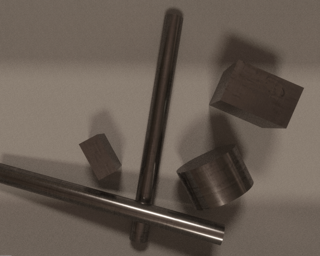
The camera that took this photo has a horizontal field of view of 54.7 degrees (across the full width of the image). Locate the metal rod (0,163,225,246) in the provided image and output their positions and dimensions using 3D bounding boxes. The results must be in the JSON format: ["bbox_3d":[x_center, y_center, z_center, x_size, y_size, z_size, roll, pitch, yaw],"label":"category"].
[{"bbox_3d":[-0.070,0.093,0.391,0.301,0.025,0.025,14,90,7],"label":"metal rod"}]

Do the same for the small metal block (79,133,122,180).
[{"bbox_3d":[-0.075,0.035,0.398,0.025,0.050,0.050,-29,90,0],"label":"small metal block"}]

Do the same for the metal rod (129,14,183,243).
[{"bbox_3d":[-0.005,0.001,0.411,0.025,0.025,0.298,9,90,-1],"label":"metal rod"}]

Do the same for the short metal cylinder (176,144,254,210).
[{"bbox_3d":[0.068,0.060,0.385,0.080,0.080,0.050,-26,91,0],"label":"short metal cylinder"}]

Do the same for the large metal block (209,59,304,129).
[{"bbox_3d":[0.114,-0.038,0.385,0.080,0.080,0.050,23,90,-1],"label":"large metal block"}]
